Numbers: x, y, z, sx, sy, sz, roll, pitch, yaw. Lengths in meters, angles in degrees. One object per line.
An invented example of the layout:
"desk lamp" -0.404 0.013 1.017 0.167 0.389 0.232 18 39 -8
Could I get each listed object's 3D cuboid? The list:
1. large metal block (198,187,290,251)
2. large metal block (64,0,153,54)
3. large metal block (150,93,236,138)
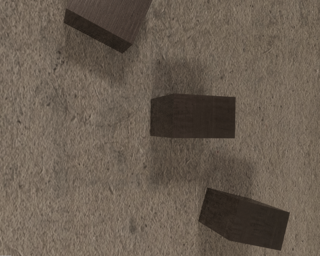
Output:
"large metal block" 0.112 0.122 0.423 0.081 0.080 0.050 18 84 -20
"large metal block" -0.060 -0.149 0.374 0.080 0.050 0.080 25 82 -19
"large metal block" 0.039 -0.013 0.395 0.081 0.080 0.050 1 90 -20
